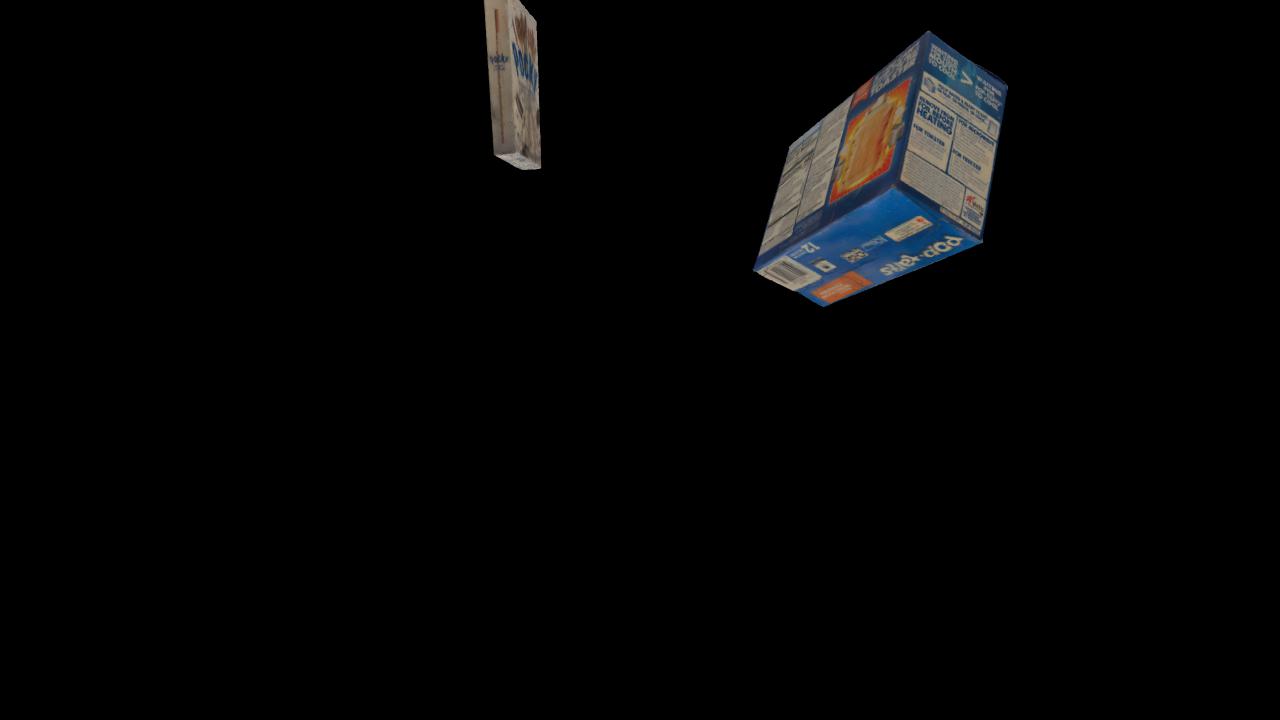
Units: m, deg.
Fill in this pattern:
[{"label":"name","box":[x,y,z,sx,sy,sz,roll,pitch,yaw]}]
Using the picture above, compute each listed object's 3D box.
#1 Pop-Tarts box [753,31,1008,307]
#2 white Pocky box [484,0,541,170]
[{"label":"Pop-Tarts box","box":[0.185,-0.139,0.493,0.083,0.141,0.167,24,-19,-17]},{"label":"white Pocky box","box":[-0.126,-0.278,0.621,0.028,0.154,0.084,0,7,10]}]
